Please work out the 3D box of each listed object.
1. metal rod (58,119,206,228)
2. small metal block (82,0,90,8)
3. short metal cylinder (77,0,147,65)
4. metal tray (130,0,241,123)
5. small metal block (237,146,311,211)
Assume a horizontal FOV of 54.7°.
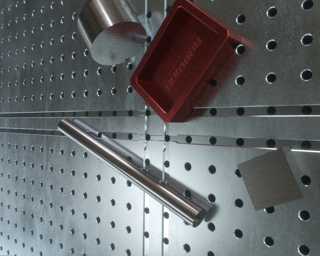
[{"bbox_3d":[-0.061,0.051,0.456,0.300,0.025,0.025,28,107,36],"label":"metal rod"},{"bbox_3d":[-0.089,-0.185,0.480,0.050,0.025,0.050,-43,65,31],"label":"small metal block"},{"bbox_3d":[-0.065,-0.132,0.425,0.080,0.081,0.050,-42,65,32],"label":"short metal cylinder"},{"bbox_3d":[0.025,-0.081,0.383,0.090,0.030,0.129,48,118,29],"label":"metal tray"},{"bbox_3d":[0.114,0.051,0.314,0.050,0.025,0.050,-30,72,35],"label":"small metal block"}]
